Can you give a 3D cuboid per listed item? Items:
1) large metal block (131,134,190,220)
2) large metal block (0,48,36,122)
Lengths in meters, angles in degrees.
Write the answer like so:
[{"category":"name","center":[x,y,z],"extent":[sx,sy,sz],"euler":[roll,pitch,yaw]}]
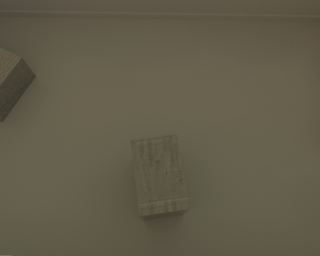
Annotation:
[{"category":"large metal block","center":[-0.001,0.060,0.358],"extent":[0.050,0.080,0.080],"euler":[-8,70,-3]},{"category":"large metal block","center":[-0.233,-0.067,0.418],"extent":[0.080,0.050,0.080],"euler":[25,72,8]}]
